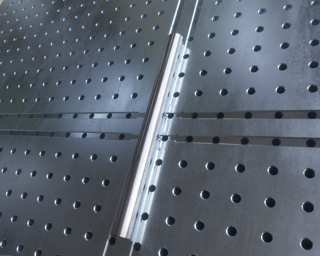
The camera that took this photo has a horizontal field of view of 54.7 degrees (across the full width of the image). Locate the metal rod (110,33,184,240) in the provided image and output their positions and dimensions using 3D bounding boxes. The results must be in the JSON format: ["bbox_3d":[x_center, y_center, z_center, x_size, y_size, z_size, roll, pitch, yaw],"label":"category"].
[{"bbox_3d":[-0.010,-0.007,0.416,0.025,0.025,0.300,1,62,28],"label":"metal rod"}]
